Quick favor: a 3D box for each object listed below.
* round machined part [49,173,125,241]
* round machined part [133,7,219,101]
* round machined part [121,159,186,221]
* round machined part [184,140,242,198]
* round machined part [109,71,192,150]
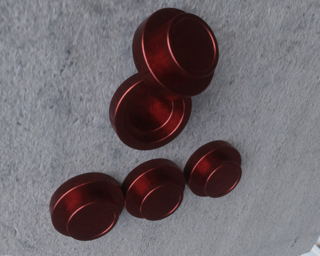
[{"bbox_3d":[-0.094,0.111,0.415,0.099,0.042,0.097,-14,124,-21],"label":"round machined part"},{"bbox_3d":[0.024,-0.081,0.328,0.099,0.042,0.097,6,78,-34],"label":"round machined part"},{"bbox_3d":[-0.005,0.097,0.455,0.099,0.042,0.097,-14,125,-21],"label":"round machined part"},{"bbox_3d":[0.090,0.072,0.492,0.099,0.042,0.097,-14,125,-21],"label":"round machined part"},{"bbox_3d":[-0.014,-0.025,0.374,0.099,0.042,0.097,-14,125,-21],"label":"round machined part"}]
